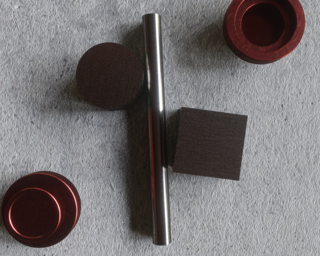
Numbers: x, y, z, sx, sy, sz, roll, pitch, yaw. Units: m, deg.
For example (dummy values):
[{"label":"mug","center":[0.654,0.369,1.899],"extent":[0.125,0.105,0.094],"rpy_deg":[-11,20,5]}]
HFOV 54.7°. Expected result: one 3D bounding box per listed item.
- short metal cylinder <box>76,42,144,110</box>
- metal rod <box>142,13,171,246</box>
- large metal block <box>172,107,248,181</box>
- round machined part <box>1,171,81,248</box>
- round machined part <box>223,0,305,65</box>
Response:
[{"label":"short metal cylinder","center":[-0.061,-0.063,0.397],"extent":[0.081,0.050,0.080],"rpy_deg":[0,90,0]},{"label":"metal rod","center":[-0.004,0.002,0.409],"extent":[0.025,0.025,0.298],"rpy_deg":[-3,90,0]},{"label":"large metal block","center":[0.061,0.019,0.398],"extent":[0.080,0.050,0.080],"rpy_deg":[8,90,0]},{"label":"round machined part","center":[-0.157,0.107,0.400],"extent":[0.099,0.042,0.097],"rpy_deg":[0,90,0]},{"label":"round machined part","center":[0.130,-0.131,0.403],"extent":[0.099,0.042,0.097],"rpy_deg":[0,90,0]}]
